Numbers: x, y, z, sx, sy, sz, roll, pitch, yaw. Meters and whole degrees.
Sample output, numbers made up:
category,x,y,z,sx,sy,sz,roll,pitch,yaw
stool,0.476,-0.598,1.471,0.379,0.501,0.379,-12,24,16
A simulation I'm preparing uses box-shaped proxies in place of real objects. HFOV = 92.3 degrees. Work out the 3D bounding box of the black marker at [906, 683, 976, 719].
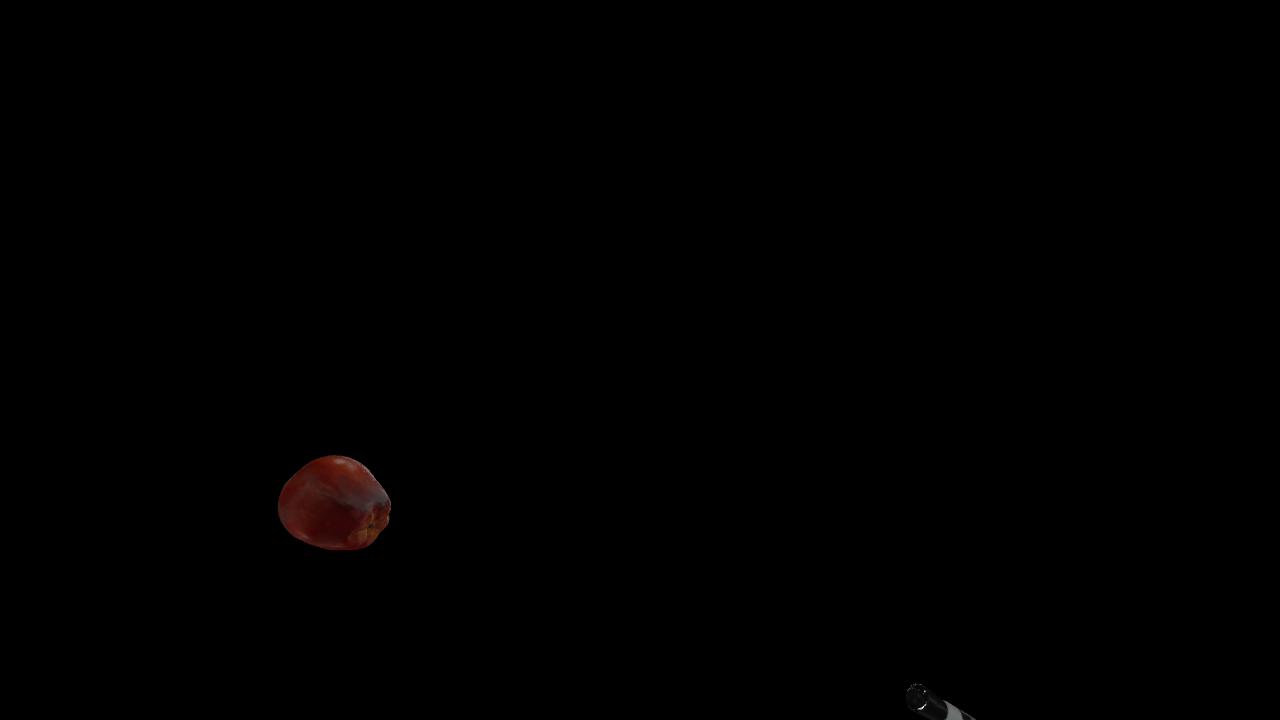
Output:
category,x,y,z,sx,sy,sz,roll,pitch,yaw
black marker,0.233,0.263,0.438,0.121,0.020,0.020,35,-11,-16

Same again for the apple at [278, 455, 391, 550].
category,x,y,z,sx,sy,sz,roll,pitch,yaw
apple,-0.266,0.126,0.536,0.093,0.079,0.079,27,9,19
